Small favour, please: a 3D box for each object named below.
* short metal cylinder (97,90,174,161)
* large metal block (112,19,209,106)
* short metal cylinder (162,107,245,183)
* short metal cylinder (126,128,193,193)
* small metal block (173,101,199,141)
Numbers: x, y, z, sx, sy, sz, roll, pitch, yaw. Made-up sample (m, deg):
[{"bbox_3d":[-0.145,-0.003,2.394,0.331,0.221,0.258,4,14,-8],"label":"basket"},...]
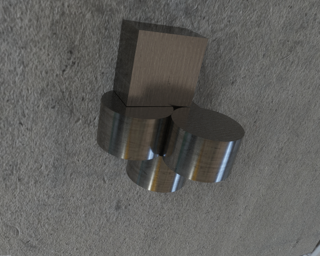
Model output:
[{"bbox_3d":[-0.029,-0.006,0.354,0.081,0.080,0.050,-2,120,-28],"label":"short metal cylinder"},{"bbox_3d":[-0.002,-0.071,0.348,0.081,0.050,0.079,-2,119,-28],"label":"large metal block"},{"bbox_3d":[0.047,0.016,0.344,0.081,0.080,0.050,-2,120,-28],"label":"short metal cylinder"},{"bbox_3d":[0.001,0.037,0.397,0.081,0.080,0.050,-1,119,-28],"label":"short metal cylinder"},{"bbox_3d":[0.022,-0.015,0.398,0.025,0.050,0.050,1,118,-29],"label":"small metal block"}]
